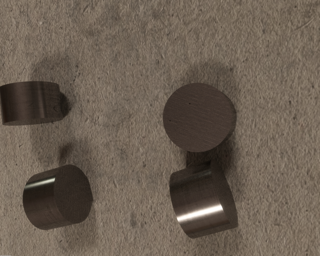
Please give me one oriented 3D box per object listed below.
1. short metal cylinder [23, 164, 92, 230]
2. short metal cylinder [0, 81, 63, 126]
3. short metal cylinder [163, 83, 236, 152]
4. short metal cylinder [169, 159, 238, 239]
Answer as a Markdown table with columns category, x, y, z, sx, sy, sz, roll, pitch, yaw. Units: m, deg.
| category | x | y | z | sx | sy | sz | roll | pitch | yaw |
| --- | --- | --- | --- | --- | --- | --- | --- | --- | --- |
| short metal cylinder | -0.139 | 0.095 | 0.427 | 0.050 | 0.080 | 0.080 | -17 | 84 | 19 |
| short metal cylinder | -0.183 | -0.033 | 0.443 | 0.080 | 0.080 | 0.050 | -8 | 87 | 19 |
| short metal cylinder | 0.050 | -0.012 | 0.378 | 0.080 | 0.050 | 0.079 | 0 | 90 | 19 |
| short metal cylinder | 0.052 | 0.082 | 0.361 | 0.050 | 0.080 | 0.080 | -22 | 83 | 18 |
